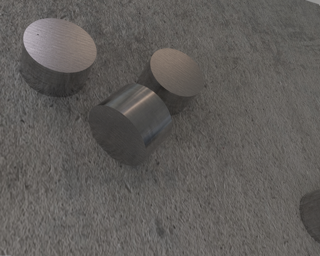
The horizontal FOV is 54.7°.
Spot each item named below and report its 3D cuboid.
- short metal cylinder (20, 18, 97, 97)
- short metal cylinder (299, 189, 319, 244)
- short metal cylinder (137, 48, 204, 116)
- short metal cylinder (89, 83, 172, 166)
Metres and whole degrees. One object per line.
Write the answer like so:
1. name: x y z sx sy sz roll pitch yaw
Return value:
1. short metal cylinder: -0.123 -0.084 0.373 0.081 0.050 0.080 14 56 -21
2. short metal cylinder: 0.252 0.125 0.447 0.081 0.050 0.080 14 56 -21
3. short metal cylinder: 0.014 -0.064 0.434 0.081 0.050 0.080 14 56 -21
4. short metal cylinder: -0.034 -0.004 0.353 0.080 0.080 0.050 44 51 2
